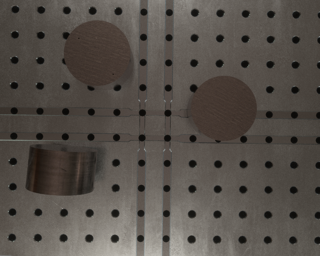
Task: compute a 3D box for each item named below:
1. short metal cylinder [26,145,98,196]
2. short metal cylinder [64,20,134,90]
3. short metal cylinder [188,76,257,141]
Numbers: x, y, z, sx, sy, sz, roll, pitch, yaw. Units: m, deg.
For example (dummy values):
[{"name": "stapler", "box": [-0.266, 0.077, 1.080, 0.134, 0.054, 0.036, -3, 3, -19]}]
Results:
[{"name": "short metal cylinder", "box": [-0.121, 0.050, 0.384, 0.081, 0.080, 0.050, 6, 90, -1]}, {"name": "short metal cylinder", "box": [-0.076, -0.091, 0.400, 0.081, 0.050, 0.079, 0, 90, -1]}, {"name": "short metal cylinder", "box": [0.078, -0.024, 0.402, 0.081, 0.050, 0.079, 0, 90, -1]}]
